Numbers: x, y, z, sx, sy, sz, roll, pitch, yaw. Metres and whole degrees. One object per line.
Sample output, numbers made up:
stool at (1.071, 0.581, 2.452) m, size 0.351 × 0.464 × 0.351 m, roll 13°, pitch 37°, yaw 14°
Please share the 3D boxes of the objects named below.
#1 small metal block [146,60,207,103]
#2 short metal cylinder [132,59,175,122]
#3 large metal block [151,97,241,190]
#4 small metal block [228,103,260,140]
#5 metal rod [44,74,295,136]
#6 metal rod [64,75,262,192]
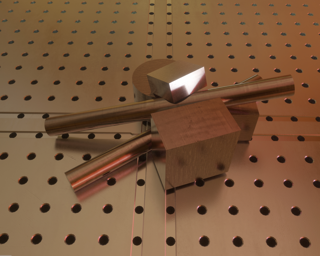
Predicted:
small metal block at (0.020, -0.058, 0.376) m, size 0.050 × 0.025 × 0.050 m, roll -29°, pitch 33°, yaw -22°
short metal cylinder at (0.003, -0.051, 0.430) m, size 0.081 × 0.050 × 0.080 m, roll 0°, pitch 49°, yaw 0°
large metal block at (0.036, 0.019, 0.350) m, size 0.081 × 0.080 × 0.050 m, roll -14°, pitch 52°, yaw -12°
small metal block at (0.094, -0.009, 0.395) m, size 0.050 × 0.050 × 0.025 m, roll -1°, pitch 50°, yaw 1°
metal rod at (0.004, -0.025, 0.378) m, size 0.301 × 0.025 × 0.025 m, roll -9°, pitch 50°, yaw 9°
metal rod at (0.022, -0.003, 0.407) m, size 0.302 × 0.025 × 0.025 m, roll -28°, pitch 55°, yaw -22°
